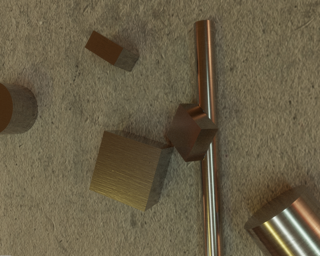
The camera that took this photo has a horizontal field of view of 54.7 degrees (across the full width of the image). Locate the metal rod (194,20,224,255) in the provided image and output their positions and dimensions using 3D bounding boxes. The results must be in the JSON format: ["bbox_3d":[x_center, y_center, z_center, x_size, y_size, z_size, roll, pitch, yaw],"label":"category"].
[{"bbox_3d":[0.061,0.018,0.386,0.025,0.025,0.298,-3,89,19],"label":"metal rod"}]

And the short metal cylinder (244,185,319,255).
[{"bbox_3d":[0.138,0.105,0.331,0.080,0.080,0.050,-40,78,15],"label":"short metal cylinder"}]

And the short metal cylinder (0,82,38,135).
[{"bbox_3d":[-0.239,-0.030,0.478,0.080,0.050,0.079,0,90,19],"label":"short metal cylinder"}]

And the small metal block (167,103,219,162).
[{"bbox_3d":[0.038,0.005,0.375,0.050,0.025,0.050,55,135,41],"label":"small metal block"}]

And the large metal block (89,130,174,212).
[{"bbox_3d":[-0.036,0.052,0.408,0.080,0.050,0.079,17,96,18],"label":"large metal block"}]

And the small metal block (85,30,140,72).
[{"bbox_3d":[-0.063,-0.102,0.417,0.050,0.050,0.025,34,101,16],"label":"small metal block"}]
